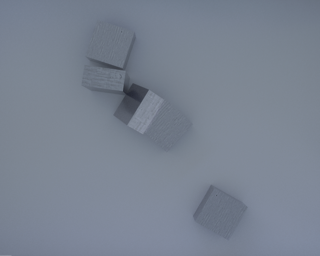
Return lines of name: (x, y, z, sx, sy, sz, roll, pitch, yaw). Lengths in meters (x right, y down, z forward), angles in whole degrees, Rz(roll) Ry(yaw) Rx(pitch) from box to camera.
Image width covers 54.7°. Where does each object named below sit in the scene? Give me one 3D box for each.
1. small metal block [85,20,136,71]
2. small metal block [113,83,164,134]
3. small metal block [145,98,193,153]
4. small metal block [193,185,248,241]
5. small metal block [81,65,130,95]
small metal block: (-0.064, -0.108, 0.411, 0.050, 0.025, 0.050, 18, 90, -1)
small metal block: (-0.028, -0.026, 0.396, 0.025, 0.050, 0.050, 32, 90, -33)
small metal block: (0.008, -0.004, 0.412, 0.050, 0.025, 0.050, 43, 90, -1)
small metal block: (0.080, 0.112, 0.413, 0.050, 0.025, 0.050, 30, 90, -1)
small metal block: (-0.068, -0.060, 0.398, 0.050, 0.050, 0.025, 8, 90, 0)
